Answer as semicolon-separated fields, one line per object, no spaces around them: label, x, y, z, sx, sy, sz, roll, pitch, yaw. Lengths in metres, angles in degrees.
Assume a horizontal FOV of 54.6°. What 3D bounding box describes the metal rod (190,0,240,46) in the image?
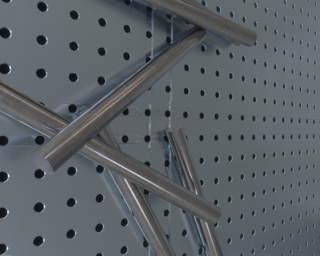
metal rod;0.019;-0.178;0.423;0.302;0.025;0.025;14;81;-39

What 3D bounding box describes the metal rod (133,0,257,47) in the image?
metal rod;0.018;-0.159;0.403;0.302;0.025;0.025;9;85;-34

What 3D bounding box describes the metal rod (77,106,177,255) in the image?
metal rod;-0.021;0.108;0.390;0.025;0.025;0.299;-38;113;-33

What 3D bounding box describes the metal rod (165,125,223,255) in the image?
metal rod;0.065;0.137;0.462;0.025;0.025;0.299;-30;109;-36

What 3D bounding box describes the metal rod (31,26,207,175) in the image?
metal rod;-0.021;-0.055;0.359;0.301;0.025;0.025;-47;119;-40

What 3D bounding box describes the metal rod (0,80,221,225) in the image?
metal rod;-0.045;0.037;0.338;0.301;0.025;0.025;33;69;-24
